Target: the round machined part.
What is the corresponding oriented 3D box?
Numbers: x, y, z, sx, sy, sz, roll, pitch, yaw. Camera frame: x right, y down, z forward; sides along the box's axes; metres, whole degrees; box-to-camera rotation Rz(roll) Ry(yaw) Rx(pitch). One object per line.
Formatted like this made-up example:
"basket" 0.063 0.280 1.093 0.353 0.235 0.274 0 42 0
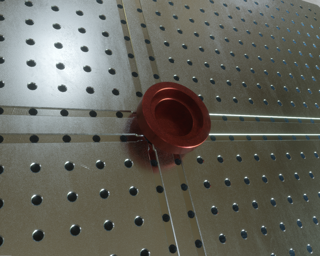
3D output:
"round machined part" 0.015 -0.010 0.410 0.099 0.042 0.098 13 56 -21
